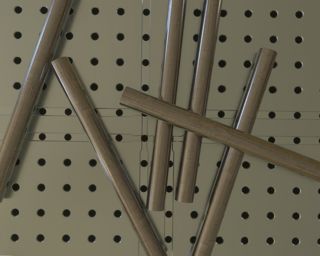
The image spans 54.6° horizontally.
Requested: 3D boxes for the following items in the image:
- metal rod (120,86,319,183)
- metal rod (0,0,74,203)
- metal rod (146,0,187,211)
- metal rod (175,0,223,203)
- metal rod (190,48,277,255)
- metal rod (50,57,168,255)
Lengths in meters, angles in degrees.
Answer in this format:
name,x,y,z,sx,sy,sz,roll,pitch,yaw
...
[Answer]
name,x,y,z,sx,sy,sz,roll,pitch,yaw
metal rod,0.095,0.014,0.387,0.301,0.025,0.025,21,90,0
metal rod,-0.173,-0.046,0.412,0.025,0.025,0.299,20,90,0
metal rod,0.010,-0.041,0.413,0.025,0.025,0.298,6,90,0
metal rod,0.053,-0.051,0.413,0.025,0.025,0.298,8,90,0
metal rod,0.097,0.040,0.413,0.025,0.025,0.299,18,90,0
metal rod,-0.067,0.045,0.412,0.025,0.025,0.299,-27,90,0
